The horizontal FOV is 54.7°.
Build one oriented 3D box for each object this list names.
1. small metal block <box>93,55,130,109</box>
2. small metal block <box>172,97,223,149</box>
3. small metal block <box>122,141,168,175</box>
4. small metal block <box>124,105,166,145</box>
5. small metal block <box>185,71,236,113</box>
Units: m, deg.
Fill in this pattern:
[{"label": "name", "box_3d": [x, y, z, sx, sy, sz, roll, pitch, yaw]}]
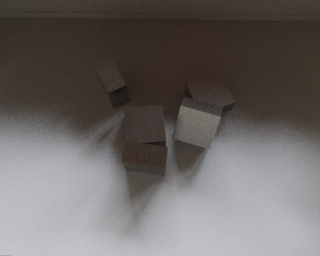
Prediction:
[{"label": "small metal block", "box_3d": [-0.065, -0.061, 0.418, 0.025, 0.050, 0.050, -25, 72, -9]}, {"label": "small metal block", "box_3d": [0.047, -0.006, 0.396, 0.050, 0.050, 0.025, 17, 33, 6]}, {"label": "small metal block", "box_3d": [-0.017, 0.039, 0.382, 0.050, 0.050, 0.025, 8, 71, 3]}, {"label": "small metal block", "box_3d": [-0.019, -0.001, 0.410, 0.050, 0.025, 0.050, -5, 70, -2]}, {"label": "small metal block", "box_3d": [0.068, -0.043, 0.426, 0.050, 0.025, 0.050, -20, 71, -7]}]
